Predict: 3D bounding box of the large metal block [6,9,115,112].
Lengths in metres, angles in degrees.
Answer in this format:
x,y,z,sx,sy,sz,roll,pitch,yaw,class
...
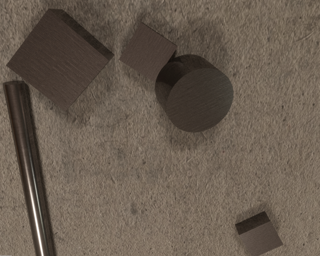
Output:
x,y,z,sx,sy,sz,roll,pitch,yaw,class
-0.113,-0.080,0.365,0.080,0.050,0.080,40,105,-14,large metal block

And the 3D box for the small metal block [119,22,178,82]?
x,y,z,sx,sy,sz,roll,pitch,yaw,class
-0.014,-0.092,0.376,0.050,0.025,0.050,31,107,-11,small metal block

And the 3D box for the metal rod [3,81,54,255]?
x,y,z,sx,sy,sz,roll,pitch,yaw,class
-0.180,0.083,0.437,0.025,0.025,0.298,-1,110,0,metal rod

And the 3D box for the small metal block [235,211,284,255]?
x,y,z,sx,sy,sz,roll,pitch,yaw,class
0.151,0.162,0.472,0.050,0.025,0.050,-29,108,9,small metal block

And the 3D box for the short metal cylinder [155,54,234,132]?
x,y,z,sx,sy,sz,roll,pitch,yaw,class
0.039,-0.042,0.370,0.081,0.050,0.079,-8,122,-14,short metal cylinder
